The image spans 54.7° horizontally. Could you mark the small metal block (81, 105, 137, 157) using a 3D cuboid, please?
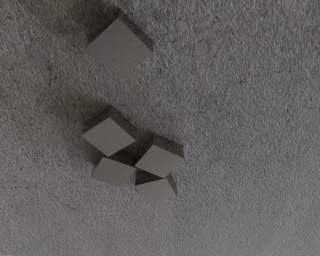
[{"bbox_3d":[-0.067,0.005,0.411,0.050,0.025,0.050,-30,124,23],"label":"small metal block"}]

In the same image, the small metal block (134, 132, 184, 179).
[{"bbox_3d":[-0.001,0.040,0.441,0.050,0.025,0.050,26,125,-21],"label":"small metal block"}]

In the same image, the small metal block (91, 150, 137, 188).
[{"bbox_3d":[-0.067,0.057,0.455,0.050,0.025,0.050,22,127,-18],"label":"small metal block"}]

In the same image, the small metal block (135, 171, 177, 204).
[{"bbox_3d":[-0.005,0.090,0.483,0.050,0.025,0.050,-16,129,13],"label":"small metal block"}]

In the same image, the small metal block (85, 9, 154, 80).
[{"bbox_3d":[-0.043,-0.088,0.332,0.050,0.025,0.050,-34,123,25],"label":"small metal block"}]
